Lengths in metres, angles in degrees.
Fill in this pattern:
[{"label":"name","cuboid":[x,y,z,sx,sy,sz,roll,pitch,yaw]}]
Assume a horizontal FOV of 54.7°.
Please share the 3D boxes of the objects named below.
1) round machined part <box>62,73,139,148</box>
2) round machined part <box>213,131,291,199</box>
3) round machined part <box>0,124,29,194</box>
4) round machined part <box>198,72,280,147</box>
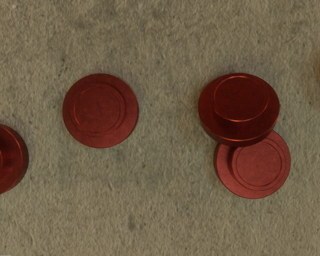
[{"label":"round machined part","cuboid":[-0.077,-0.022,0.400,0.099,0.042,0.097,0,90,-1]},{"label":"round machined part","cuboid":[0.122,0.044,0.403,0.099,0.042,0.097,0,90,-1]},{"label":"round machined part","cuboid":[-0.227,0.042,0.399,0.099,0.042,0.097,0,90,-1]},{"label":"round machined part","cuboid":[0.096,-0.029,0.383,0.098,0.042,0.098,-4,63,9]}]
